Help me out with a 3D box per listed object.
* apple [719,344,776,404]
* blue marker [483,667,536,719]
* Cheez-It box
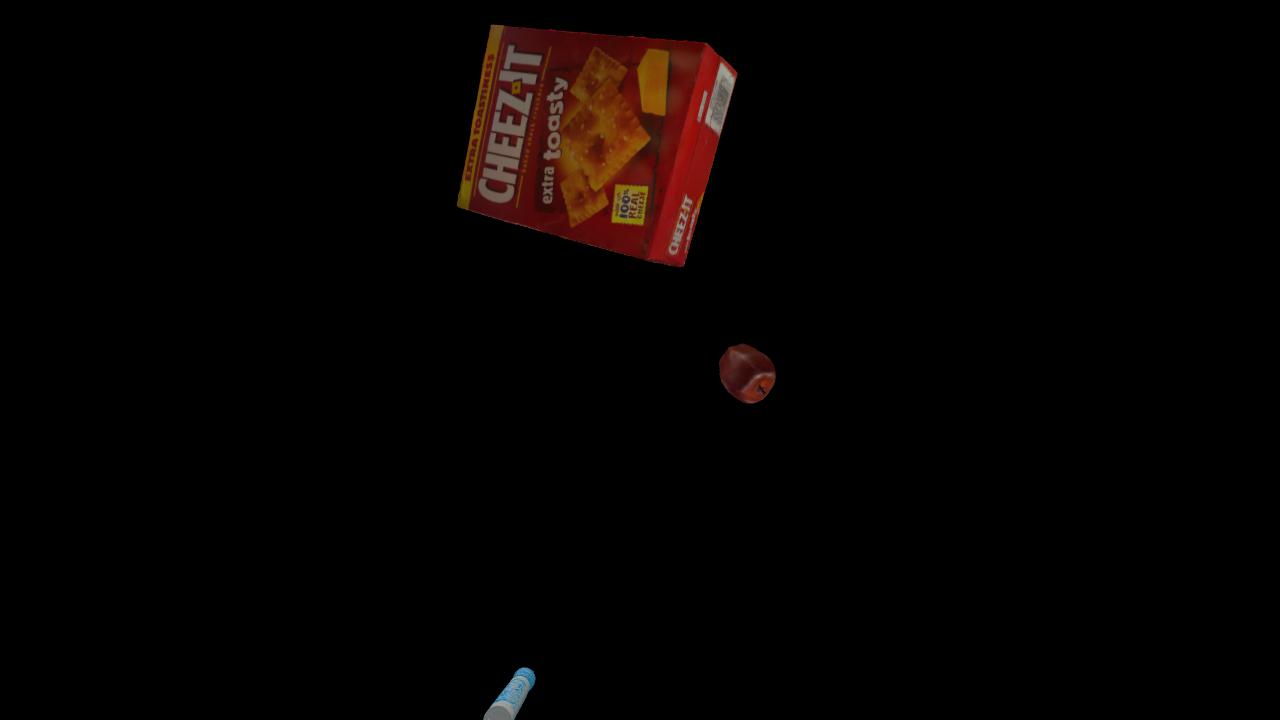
[{"bbox_3d":[0.157,0.020,0.905,0.079,0.079,0.093,0,37,-32],"label":"apple"},{"bbox_3d":[-0.096,0.255,0.465,0.020,0.020,0.121,0,-15,-1],"label":"blue marker"},{"bbox_3d":[-0.047,-0.187,0.532,0.223,0.166,0.071,21,11,28],"label":"Cheez-It box"}]
